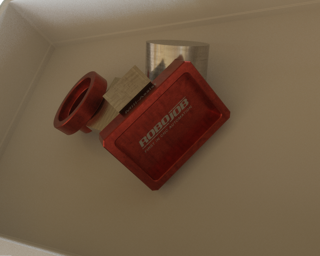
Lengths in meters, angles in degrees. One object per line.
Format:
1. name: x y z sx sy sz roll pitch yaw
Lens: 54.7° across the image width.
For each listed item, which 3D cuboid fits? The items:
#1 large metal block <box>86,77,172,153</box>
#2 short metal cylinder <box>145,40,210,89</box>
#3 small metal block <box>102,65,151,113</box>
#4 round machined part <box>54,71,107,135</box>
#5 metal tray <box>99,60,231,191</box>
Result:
1. large metal block: -0.037 -0.016 0.416 0.080 0.050 0.080 16 70 34
2. short metal cylinder: 0.021 -0.085 0.400 0.080 0.081 0.050 17 115 34
3. small metal block: -0.037 -0.043 0.366 0.050 0.050 0.025 -45 90 -3
4. round machined part: -0.108 -0.031 0.451 0.098 0.042 0.098 -35 35 29
5. metal tray: 0.007 -0.003 0.357 0.130 0.090 0.030 -45 24 -4
